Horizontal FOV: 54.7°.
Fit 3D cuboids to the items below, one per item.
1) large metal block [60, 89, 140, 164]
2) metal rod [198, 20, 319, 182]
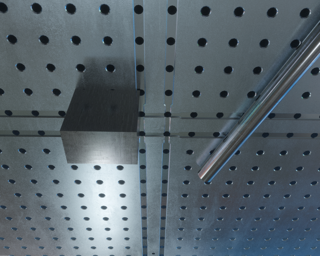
[{"bbox_3d":[-0.066,-0.003,0.372,0.081,0.080,0.050,1,130,-2],"label":"large metal block"},{"bbox_3d":[0.132,-0.031,0.387,0.025,0.025,0.298,19,127,-16],"label":"metal rod"}]
